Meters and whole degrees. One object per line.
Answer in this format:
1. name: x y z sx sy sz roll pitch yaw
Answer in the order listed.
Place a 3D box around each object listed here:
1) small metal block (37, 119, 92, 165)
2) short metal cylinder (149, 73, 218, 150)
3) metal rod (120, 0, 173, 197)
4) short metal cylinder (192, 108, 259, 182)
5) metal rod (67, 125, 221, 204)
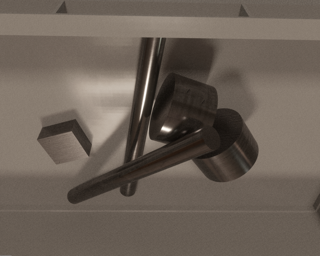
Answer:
1. small metal block: -0.129 0.020 0.424 0.050 0.025 0.050 -14 129 11
2. short metal cylinder: 0.025 -0.018 0.358 0.050 0.080 0.079 17 128 -14
3. metal rod: -0.025 -0.013 0.397 0.025 0.025 0.298 7 130 -7
4. short metal cylinder: 0.076 0.021 0.392 0.080 0.080 0.050 -26 126 20
5. metal rod: -0.045 0.060 0.399 0.025 0.025 0.299 34 141 -26
